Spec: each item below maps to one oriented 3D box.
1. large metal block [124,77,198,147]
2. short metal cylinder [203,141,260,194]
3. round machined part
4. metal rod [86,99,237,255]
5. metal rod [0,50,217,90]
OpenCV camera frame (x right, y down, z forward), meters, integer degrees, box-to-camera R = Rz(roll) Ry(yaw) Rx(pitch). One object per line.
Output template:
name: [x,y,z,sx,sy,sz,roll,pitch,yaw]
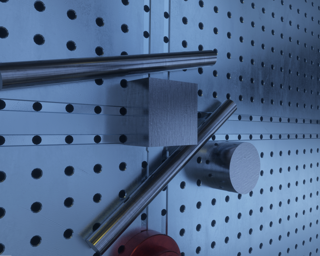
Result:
large metal block: [0.002,-0.018,0.396,0.081,0.050,0.079,0,90,-40]
short metal cylinder: [0.115,0.061,0.492,0.081,0.050,0.079,0,90,-40]
round machined part: [-0.007,0.186,0.395,0.099,0.042,0.097,0,90,-40]
metal rod: [0.020,0.049,0.428,0.302,0.025,0.025,-42,116,-32]
metal rod: [-0.036,-0.077,0.380,0.302,0.025,0.025,-15,100,-39]
